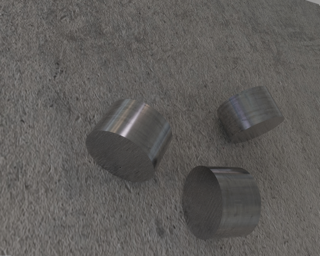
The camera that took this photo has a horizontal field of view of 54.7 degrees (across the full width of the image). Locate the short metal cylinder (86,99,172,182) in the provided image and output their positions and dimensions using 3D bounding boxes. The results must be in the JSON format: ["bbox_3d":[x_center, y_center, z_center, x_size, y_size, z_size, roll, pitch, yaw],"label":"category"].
[{"bbox_3d":[-0.033,0.015,0.342,0.080,0.080,0.050,34,51,-6],"label":"short metal cylinder"}]

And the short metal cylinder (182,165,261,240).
[{"bbox_3d":[0.067,0.084,0.354,0.050,0.080,0.080,6,59,-25],"label":"short metal cylinder"}]

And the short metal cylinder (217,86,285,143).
[{"bbox_3d":[0.130,-0.018,0.449,0.081,0.080,0.050,-9,66,-32],"label":"short metal cylinder"}]
